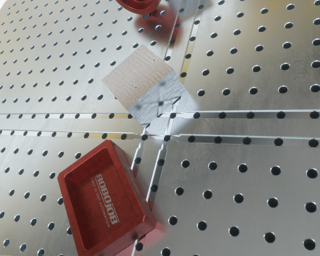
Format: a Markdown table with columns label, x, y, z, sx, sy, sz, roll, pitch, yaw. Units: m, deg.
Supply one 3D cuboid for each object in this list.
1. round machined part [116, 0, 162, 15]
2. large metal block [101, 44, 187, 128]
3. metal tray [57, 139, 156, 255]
| label | x | y | z | sx | sy | sz | roll | pitch | yaw |
| --- | --- | --- | --- | --- | --- | --- | --- | --- | --- |
| round machined part | -0.039 | -0.250 | 0.536 | 0.098 | 0.098 | 0.042 | 10 | 62 | 32 |
| large metal block | -0.023 | -0.061 | 0.442 | 0.080 | 0.050 | 0.080 | -42 | 51 | -1 |
| metal tray | -0.072 | 0.088 | 0.388 | 0.090 | 0.030 | 0.130 | -35 | 51 | 4 |
